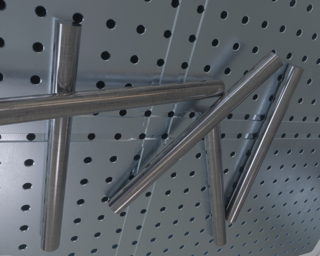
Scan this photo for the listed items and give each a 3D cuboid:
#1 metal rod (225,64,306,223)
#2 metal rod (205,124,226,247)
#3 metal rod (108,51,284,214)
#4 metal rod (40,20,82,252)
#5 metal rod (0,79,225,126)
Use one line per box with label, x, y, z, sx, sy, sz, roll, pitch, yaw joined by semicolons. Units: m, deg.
metal rod;0.169;0.039;0.526;0.025;0.025;0.298;1;118;-29
metal rod;0.096;0.103;0.526;0.025;0.025;0.298;-22;127;-15
metal rod;0.042;0.012;0.422;0.300;0.025;0.025;-43;130;9
metal rod;-0.120;0.030;0.363;0.025;0.025;0.298;-1;119;-28
metal rod;-0.047;-0.032;0.340;0.302;0.025;0.025;-10;123;-32
